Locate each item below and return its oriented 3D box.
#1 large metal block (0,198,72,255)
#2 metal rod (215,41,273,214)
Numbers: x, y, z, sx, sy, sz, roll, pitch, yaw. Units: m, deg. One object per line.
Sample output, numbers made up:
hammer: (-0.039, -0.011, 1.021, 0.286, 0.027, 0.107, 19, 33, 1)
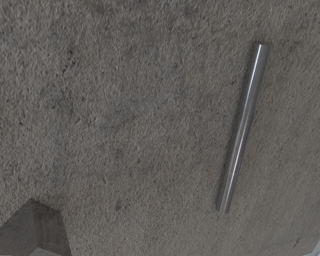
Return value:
large metal block: (-0.161, 0.148, 0.375, 0.080, 0.080, 0.050, -44, 129, 2)
metal rod: (0.125, 0.016, 0.485, 0.025, 0.025, 0.298, -9, 122, -24)
